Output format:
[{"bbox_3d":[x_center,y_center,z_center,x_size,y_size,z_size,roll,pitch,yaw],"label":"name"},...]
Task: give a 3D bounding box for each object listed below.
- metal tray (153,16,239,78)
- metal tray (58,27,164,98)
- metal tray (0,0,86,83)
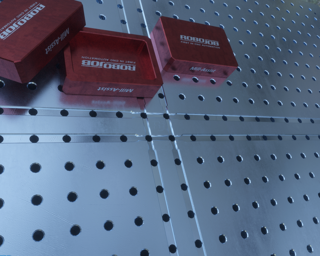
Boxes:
[{"bbox_3d":[0.060,-0.134,0.518,0.131,0.030,0.090,0,62,-28],"label":"metal tray"},{"bbox_3d":[-0.068,-0.089,0.422,0.131,0.030,0.090,0,62,-28],"label":"metal tray"},{"bbox_3d":[-0.160,-0.115,0.366,0.090,0.030,0.130,19,52,11],"label":"metal tray"}]
